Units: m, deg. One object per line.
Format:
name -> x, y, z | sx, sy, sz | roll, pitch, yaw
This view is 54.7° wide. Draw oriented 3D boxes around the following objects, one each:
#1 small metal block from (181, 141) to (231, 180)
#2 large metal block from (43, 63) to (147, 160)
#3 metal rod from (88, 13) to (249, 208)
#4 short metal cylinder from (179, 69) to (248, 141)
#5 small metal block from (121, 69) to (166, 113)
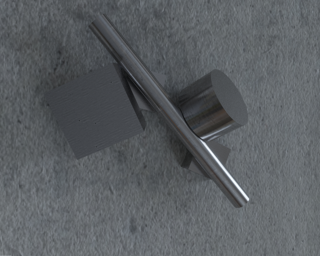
small metal block -> 0.065, 0.042, 0.436 | 0.050, 0.025, 0.050 | 26, 81, -19
large metal block -> -0.070, -0.021, 0.354 | 0.080, 0.050, 0.080 | -23, 100, 5
metal rod -> 0.020, -0.012, 0.392 | 0.025, 0.025, 0.300 | -43, 104, -15
short metal cylinder -> 0.070, -0.029, 0.403 | 0.080, 0.050, 0.080 | 33, 42, -35
small metal block -> -0.025, -0.049, 0.402 | 0.050, 0.025, 0.050 | 13, 86, -20
